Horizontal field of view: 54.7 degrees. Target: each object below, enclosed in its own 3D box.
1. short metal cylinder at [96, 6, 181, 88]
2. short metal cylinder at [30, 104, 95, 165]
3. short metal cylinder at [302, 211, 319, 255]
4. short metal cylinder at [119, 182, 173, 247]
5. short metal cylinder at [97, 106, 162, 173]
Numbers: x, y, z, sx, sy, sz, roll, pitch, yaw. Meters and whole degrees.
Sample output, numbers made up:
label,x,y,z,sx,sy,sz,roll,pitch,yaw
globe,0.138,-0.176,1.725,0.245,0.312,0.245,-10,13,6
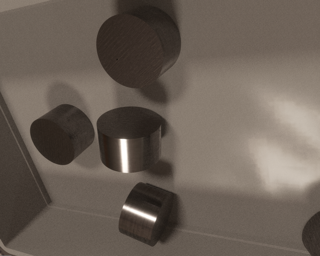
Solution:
label,x,y,z,sx,sy,sz,roll,pitch,yaw
short metal cylinder,-0.023,-0.091,0.347,0.080,0.050,0.079,13,124,20
short metal cylinder,-0.149,0.010,0.475,0.080,0.050,0.079,13,124,20
short metal cylinder,0.209,0.130,0.343,0.080,0.080,0.050,-29,103,37
short metal cylinder,-0.019,0.127,0.460,0.050,0.080,0.079,17,125,18
short metal cylinder,-0.039,0.013,0.400,0.080,0.080,0.050,14,124,20
